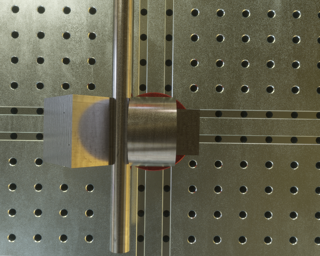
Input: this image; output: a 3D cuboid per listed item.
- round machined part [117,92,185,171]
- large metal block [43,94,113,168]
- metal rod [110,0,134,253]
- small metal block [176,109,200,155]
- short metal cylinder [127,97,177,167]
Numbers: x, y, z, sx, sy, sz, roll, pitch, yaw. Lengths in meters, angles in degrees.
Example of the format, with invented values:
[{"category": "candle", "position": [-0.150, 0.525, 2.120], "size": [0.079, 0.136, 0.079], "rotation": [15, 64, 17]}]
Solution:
[{"category": "round machined part", "position": [-0.008, 0.004, 0.404], "size": [0.099, 0.042, 0.097], "rotation": [0, 90, -1]}, {"category": "large metal block", "position": [-0.102, 0.003, 0.379], "size": [0.050, 0.080, 0.079], "rotation": [1, 90, -42]}, {"category": "metal rod", "position": [-0.046, -0.004, 0.371], "size": [0.025, 0.025, 0.298], "rotation": [1, 90, -1]}, {"category": "small metal block", "position": [0.030, 0.004, 0.359], "size": [0.025, 0.050, 0.050], "rotation": [1, 90, 0]}, {"category": "short metal cylinder", "position": [-0.008, 0.004, 0.356], "size": [0.050, 0.080, 0.079], "rotation": [1, 90, 0]}]
